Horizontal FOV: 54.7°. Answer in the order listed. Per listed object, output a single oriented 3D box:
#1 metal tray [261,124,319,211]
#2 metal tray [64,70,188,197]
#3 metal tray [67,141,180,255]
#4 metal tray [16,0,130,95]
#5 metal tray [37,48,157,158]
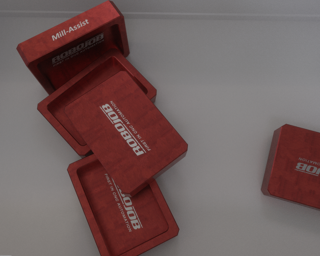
[{"bbox_3d":[0.201,0.056,0.381,0.131,0.030,0.090,15,79,5],"label":"metal tray"},{"bbox_3d":[-0.041,0.005,0.372,0.090,0.030,0.130,-36,75,-12],"label":"metal tray"},{"bbox_3d":[-0.045,0.087,0.374,0.091,0.030,0.130,-24,72,-9],"label":"metal tray"},{"bbox_3d":[-0.107,-0.102,0.411,0.131,0.090,0.030,-31,73,-11],"label":"metal tray"},{"bbox_3d":[-0.080,-0.034,0.412,0.130,0.030,0.090,-42,83,-14],"label":"metal tray"}]
